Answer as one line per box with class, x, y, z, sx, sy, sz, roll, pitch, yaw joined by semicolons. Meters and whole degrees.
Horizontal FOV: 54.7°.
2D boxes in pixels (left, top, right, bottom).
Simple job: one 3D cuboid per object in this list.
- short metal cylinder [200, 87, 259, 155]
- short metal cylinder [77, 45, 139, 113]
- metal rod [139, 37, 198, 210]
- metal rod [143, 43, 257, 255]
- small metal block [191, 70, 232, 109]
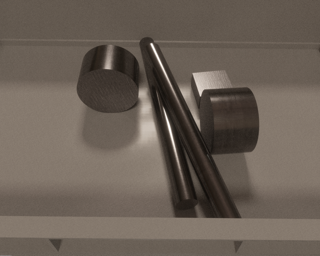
short metal cylinder;0.081;-0.009;0.378;0.050;0.080;0.080;-4;50;-4
short metal cylinder;-0.069;-0.066;0.424;0.081;0.080;0.050;-1;50;-1
metal rod;0.003;-0.030;0.430;0.025;0.025;0.300;-7;50;-7
metal rod;0.035;0.004;0.380;0.025;0.025;0.299;-14;58;-12
small metal block;0.076;-0.057;0.454;0.050;0.025;0.050;-6;50;-6
